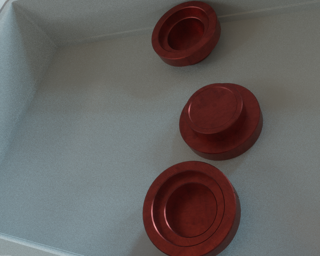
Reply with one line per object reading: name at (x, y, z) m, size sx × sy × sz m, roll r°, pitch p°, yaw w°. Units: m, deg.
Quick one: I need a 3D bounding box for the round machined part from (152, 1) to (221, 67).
round machined part at (0.041, -0.130, 0.449) m, size 0.098 × 0.042 × 0.098 m, roll -11°, pitch 63°, yaw 23°

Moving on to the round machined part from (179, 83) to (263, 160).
round machined part at (0.068, -0.014, 0.368) m, size 0.098 × 0.042 × 0.098 m, roll -13°, pitch 56°, yaw 21°

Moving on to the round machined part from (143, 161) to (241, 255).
round machined part at (0.035, 0.087, 0.323) m, size 0.098 × 0.042 × 0.098 m, roll -13°, pitch 56°, yaw 21°
